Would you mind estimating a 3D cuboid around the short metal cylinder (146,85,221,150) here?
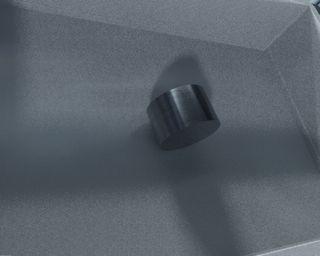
[{"bbox_3d":[0.029,-0.011,0.393,0.081,0.080,0.050,-9,66,-32],"label":"short metal cylinder"}]
